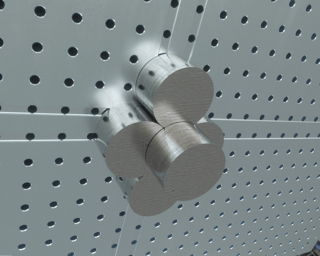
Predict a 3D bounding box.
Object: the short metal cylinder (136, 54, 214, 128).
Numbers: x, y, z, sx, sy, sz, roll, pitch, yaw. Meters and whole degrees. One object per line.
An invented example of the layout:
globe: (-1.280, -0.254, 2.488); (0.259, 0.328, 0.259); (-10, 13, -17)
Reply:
short metal cylinder: (0.018, -0.044, 0.377); (0.081, 0.050, 0.079); (-14, 125, -22)

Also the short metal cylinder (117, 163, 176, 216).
short metal cylinder: (-0.014, 0.075, 0.433); (0.081, 0.050, 0.079); (-13, 122, -22)

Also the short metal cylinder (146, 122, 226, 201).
short metal cylinder: (0.030, 0.040, 0.370); (0.081, 0.050, 0.079); (-14, 124, -21)

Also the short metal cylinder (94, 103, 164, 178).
short metal cylinder: (-0.036, 0.015, 0.385); (0.081, 0.050, 0.079); (-14, 124, -21)

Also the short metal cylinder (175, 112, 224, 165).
short metal cylinder: (0.040, 0.016, 0.426); (0.081, 0.050, 0.079); (-14, 124, -21)
